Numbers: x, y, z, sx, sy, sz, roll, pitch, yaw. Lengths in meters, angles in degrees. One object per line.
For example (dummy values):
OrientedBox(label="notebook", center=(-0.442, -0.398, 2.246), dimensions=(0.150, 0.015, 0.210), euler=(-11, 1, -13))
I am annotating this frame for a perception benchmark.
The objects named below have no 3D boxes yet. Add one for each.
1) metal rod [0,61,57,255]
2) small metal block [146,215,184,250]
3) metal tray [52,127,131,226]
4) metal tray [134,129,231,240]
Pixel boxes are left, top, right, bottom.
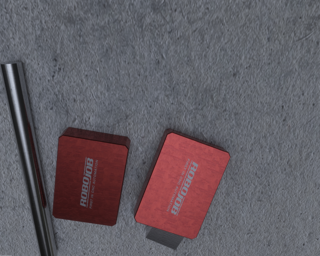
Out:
OrientedBox(label="metal rod", center=(-0.177, 0.060, 0.429), dimensions=(0.025, 0.025, 0.298), euler=(-2, 110, 0))
OrientedBox(label="small metal block", center=(0.013, 0.148, 0.465), dimensions=(0.050, 0.025, 0.050), euler=(26, 108, -10))
OrientedBox(label="metal tray", center=(-0.096, 0.070, 0.432), dimensions=(0.091, 0.030, 0.129), euler=(10, 110, -4))
OrientedBox(label="metal tray", center=(0.028, 0.076, 0.422), dimensions=(0.091, 0.030, 0.129), euler=(20, 97, -8))
